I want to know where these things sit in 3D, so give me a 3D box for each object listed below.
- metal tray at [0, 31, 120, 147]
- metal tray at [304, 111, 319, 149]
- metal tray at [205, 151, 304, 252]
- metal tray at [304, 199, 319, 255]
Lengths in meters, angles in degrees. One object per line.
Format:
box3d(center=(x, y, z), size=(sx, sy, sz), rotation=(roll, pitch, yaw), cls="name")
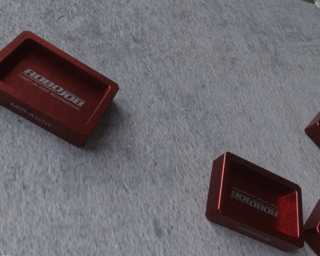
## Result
box3d(center=(-0.125, -0.047, 0.362), size=(0.130, 0.030, 0.090), rotation=(31, 52, -9), cls="metal tray")
box3d(center=(0.336, 0.028, 0.568), size=(0.091, 0.030, 0.130), rotation=(-34, 81, -38), cls="metal tray")
box3d(center=(0.129, 0.098, 0.412), size=(0.131, 0.030, 0.090), rotation=(25, 53, -13), cls="metal tray")
box3d(center=(0.273, 0.172, 0.445), size=(0.091, 0.030, 0.130), rotation=(-34, 81, -38), cls="metal tray")
